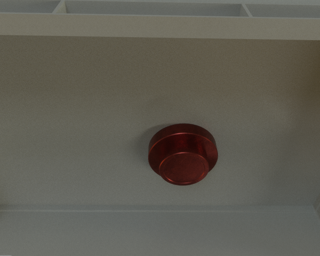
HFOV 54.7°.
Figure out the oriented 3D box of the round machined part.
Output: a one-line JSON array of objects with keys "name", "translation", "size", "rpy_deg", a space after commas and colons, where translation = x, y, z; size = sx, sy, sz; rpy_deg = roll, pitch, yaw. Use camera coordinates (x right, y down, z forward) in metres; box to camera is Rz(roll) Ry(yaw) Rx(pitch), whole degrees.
[{"name": "round machined part", "translation": [0.033, 0.044, 0.436], "size": [0.099, 0.042, 0.097], "rpy_deg": [-1, 130, 0]}]
